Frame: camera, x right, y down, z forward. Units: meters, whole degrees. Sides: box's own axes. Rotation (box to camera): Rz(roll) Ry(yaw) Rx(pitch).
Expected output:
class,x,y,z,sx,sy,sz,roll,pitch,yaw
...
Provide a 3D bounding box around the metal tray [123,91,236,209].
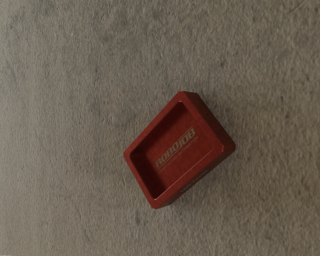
class,x,y,z,sx,sy,sz,roll,pitch,yaw
metal tray,0.018,0.029,0.385,0.129,0.030,0.090,-47,63,29
